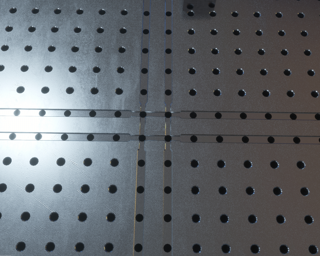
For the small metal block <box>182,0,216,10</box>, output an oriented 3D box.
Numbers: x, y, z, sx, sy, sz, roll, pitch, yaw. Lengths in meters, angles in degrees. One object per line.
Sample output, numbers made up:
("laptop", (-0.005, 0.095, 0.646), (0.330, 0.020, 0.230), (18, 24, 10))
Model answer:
("small metal block", (0.061, -0.217, 0.492), (0.050, 0.025, 0.050), (-2, 70, -1))
